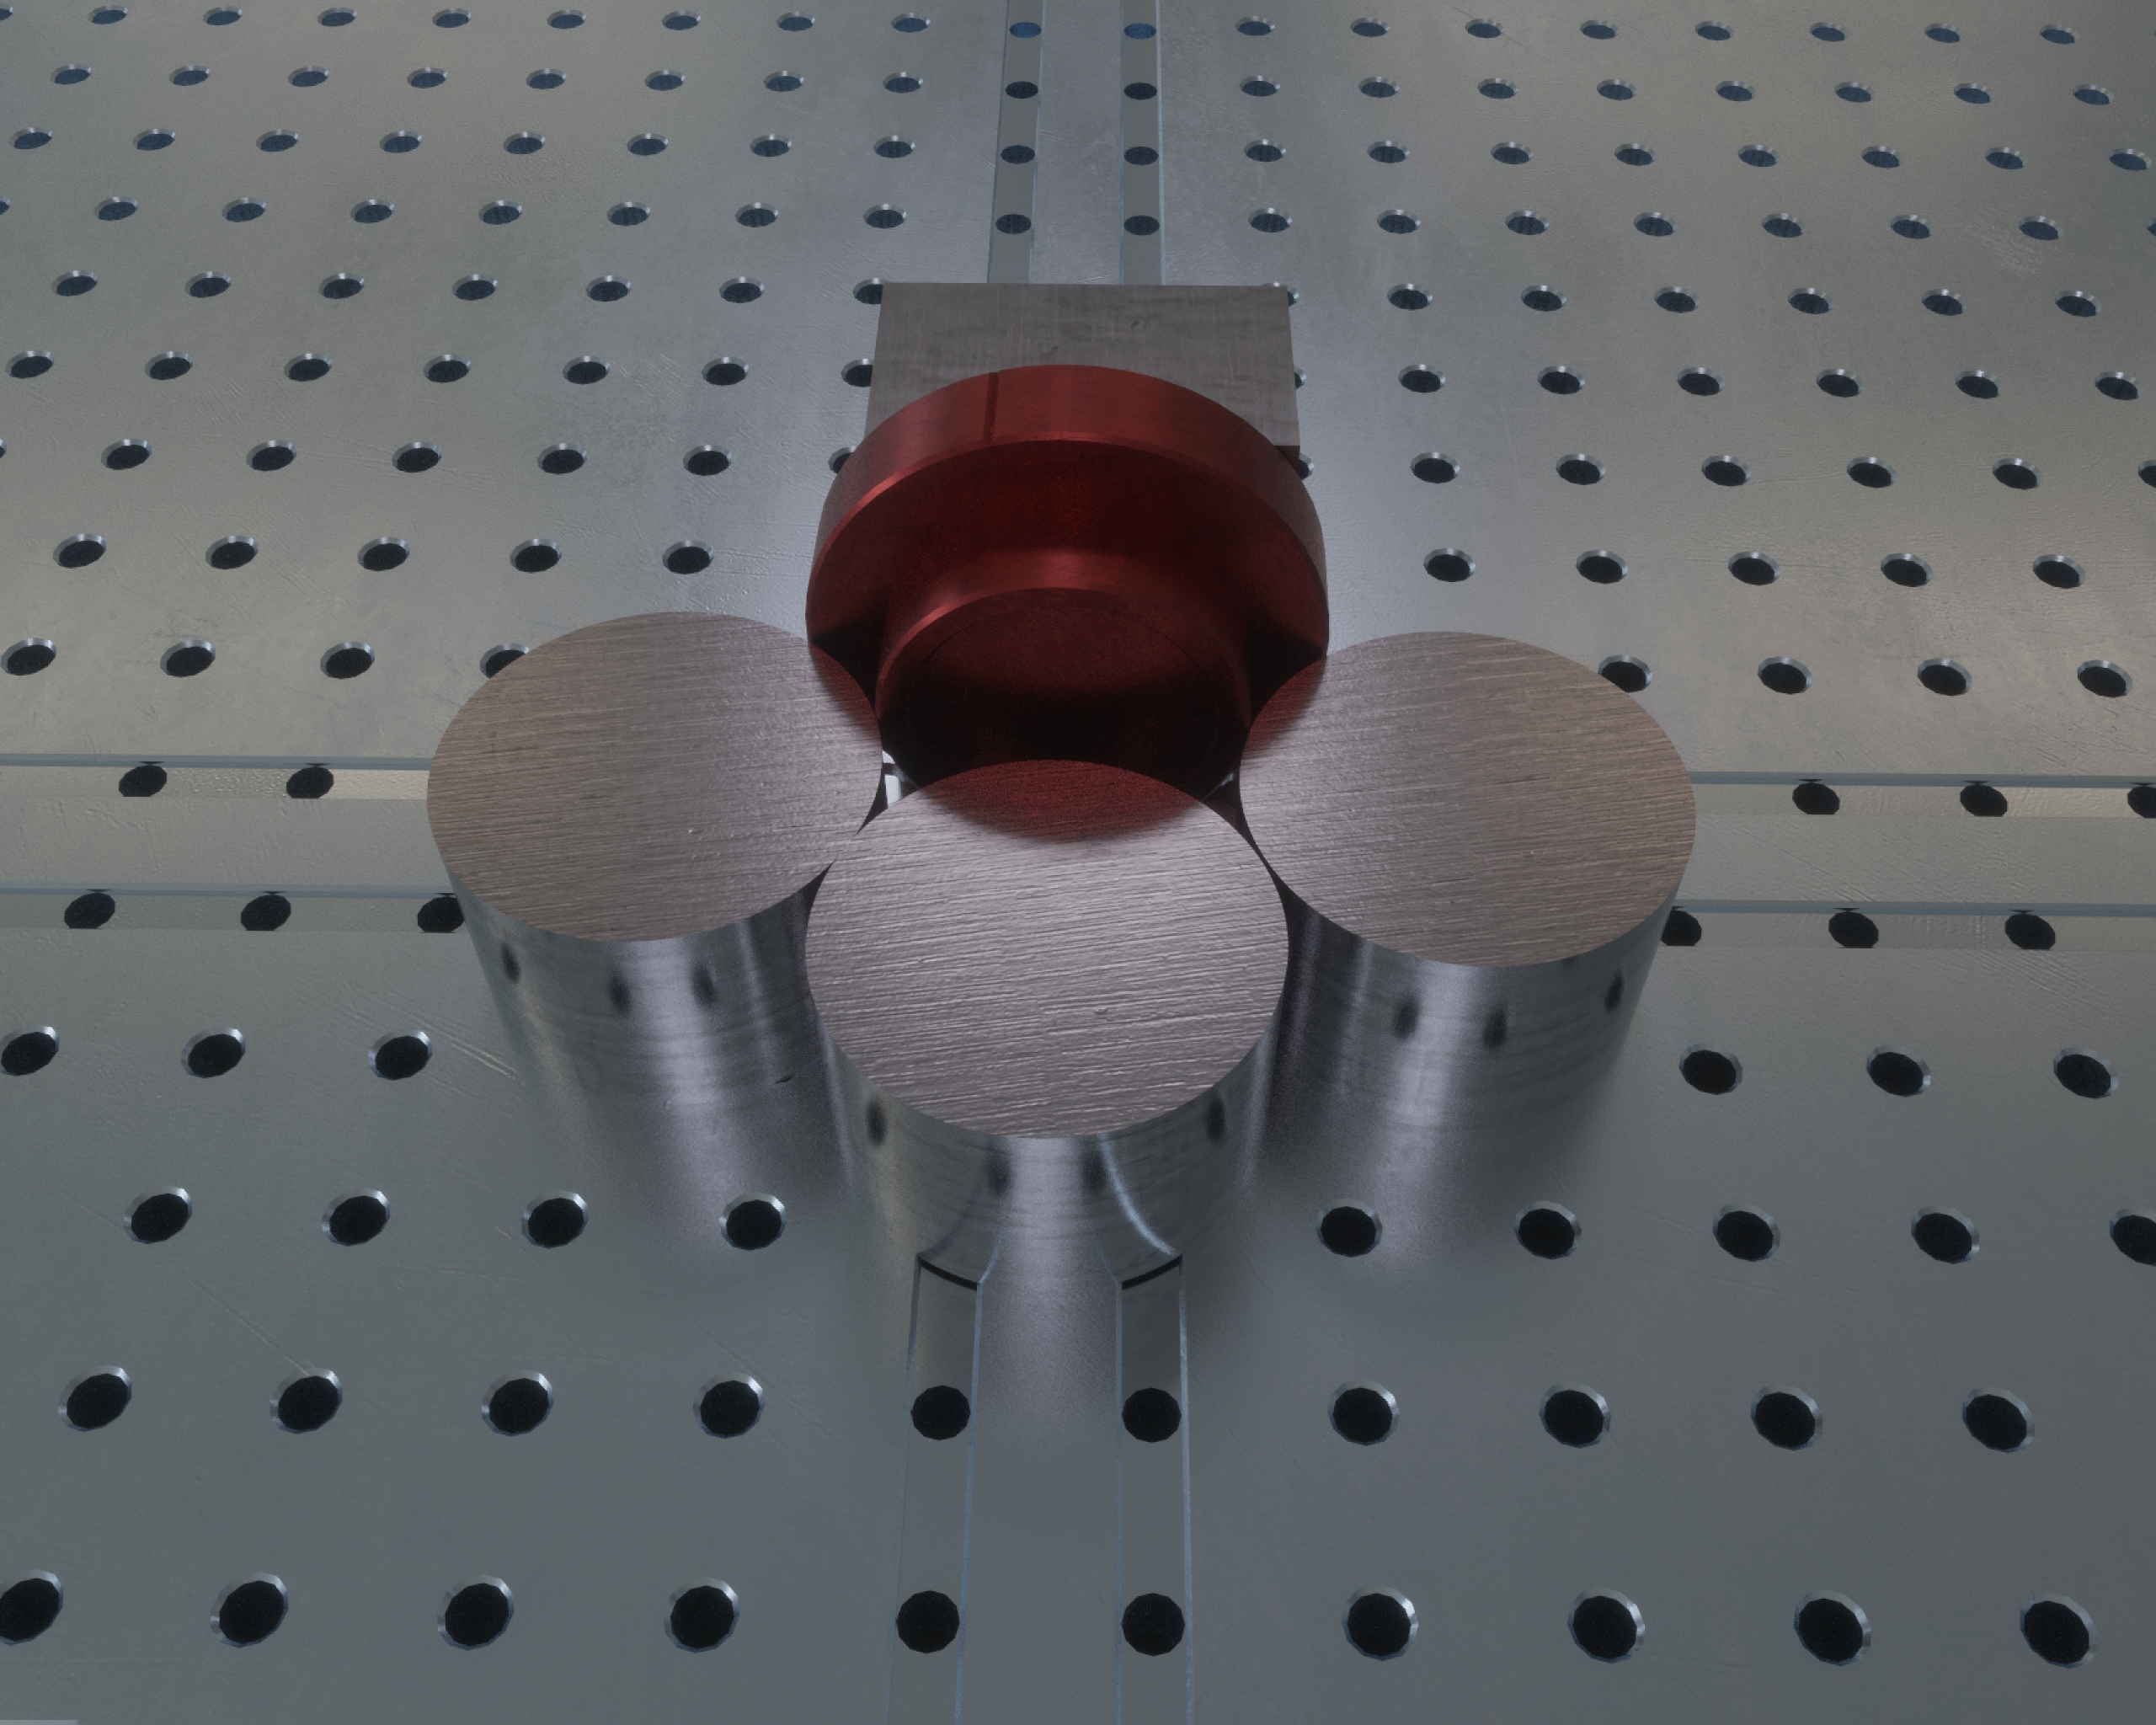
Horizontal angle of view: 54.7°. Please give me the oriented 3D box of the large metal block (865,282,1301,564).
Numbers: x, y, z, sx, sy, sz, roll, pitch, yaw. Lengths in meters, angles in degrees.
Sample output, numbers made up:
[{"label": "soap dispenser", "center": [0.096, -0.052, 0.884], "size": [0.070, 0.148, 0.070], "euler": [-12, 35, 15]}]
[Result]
[{"label": "large metal block", "center": [0.001, -0.071, 0.431], "size": [0.081, 0.080, 0.050], "euler": [1, 50, 0]}]

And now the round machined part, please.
[{"label": "round machined part", "center": [-0.002, -0.041, 0.392], "size": [0.099, 0.097, 0.042], "euler": [1, 50, 1]}]

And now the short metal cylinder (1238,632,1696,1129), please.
[{"label": "short metal cylinder", "center": [0.069, 0.003, 0.390], "size": [0.081, 0.050, 0.080], "euler": [0, 50, 0]}]

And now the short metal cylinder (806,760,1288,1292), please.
[{"label": "short metal cylinder", "center": [-0.005, 0.028, 0.368], "size": [0.081, 0.050, 0.080], "euler": [0, 50, 0]}]

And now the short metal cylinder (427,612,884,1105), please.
[{"label": "short metal cylinder", "center": [-0.075, -0.002, 0.392], "size": [0.081, 0.050, 0.080], "euler": [0, 50, 0]}]
